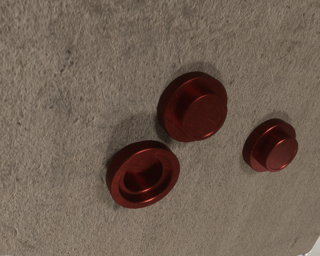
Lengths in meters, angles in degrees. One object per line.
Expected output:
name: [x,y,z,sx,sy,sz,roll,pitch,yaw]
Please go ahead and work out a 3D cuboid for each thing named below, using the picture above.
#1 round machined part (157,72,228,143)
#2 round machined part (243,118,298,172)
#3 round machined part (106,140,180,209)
round machined part: [0.049,-0.022,0.411,0.099,0.042,0.097,-14,125,-21]
round machined part: [0.194,0.036,0.527,0.099,0.042,0.097,-14,125,-21]
round machined part: [-0.026,0.058,0.419,0.099,0.042,0.097,-14,125,-21]
